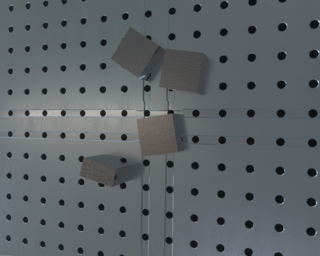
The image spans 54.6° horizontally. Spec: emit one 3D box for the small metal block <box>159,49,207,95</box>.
[{"bbox_3d":[0.030,-0.073,0.402,0.050,0.025,0.050,12,94,19],"label":"small metal block"}]

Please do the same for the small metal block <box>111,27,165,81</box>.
[{"bbox_3d":[-0.030,-0.101,0.424,0.050,0.025,0.050,37,102,16],"label":"small metal block"}]

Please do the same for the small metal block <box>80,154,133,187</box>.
[{"bbox_3d":[-0.072,0.057,0.425,0.050,0.050,0.025,15,95,19],"label":"small metal block"}]

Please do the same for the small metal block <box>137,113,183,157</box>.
[{"bbox_3d":[0.000,0.009,0.413,0.050,0.025,0.050,-9,87,19],"label":"small metal block"}]
